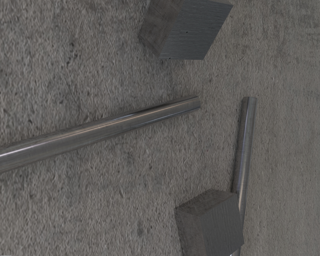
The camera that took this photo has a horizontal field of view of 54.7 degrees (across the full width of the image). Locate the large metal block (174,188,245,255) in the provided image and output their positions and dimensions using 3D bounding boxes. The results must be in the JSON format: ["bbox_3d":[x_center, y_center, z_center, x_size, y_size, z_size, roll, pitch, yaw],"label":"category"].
[{"bbox_3d":[0.073,0.143,0.449,0.081,0.050,0.079,-18,102,-39],"label":"large metal block"}]

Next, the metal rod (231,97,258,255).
[{"bbox_3d":[0.134,0.095,0.516,0.025,0.025,0.299,14,81,-39],"label":"metal rod"}]

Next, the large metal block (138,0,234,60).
[{"bbox_3d":[0.030,-0.133,0.386,0.081,0.050,0.079,-10,141,-40],"label":"large metal block"}]

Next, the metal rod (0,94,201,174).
[{"bbox_3d":[-0.063,0.001,0.351,0.302,0.025,0.025,-19,102,-38],"label":"metal rod"}]
